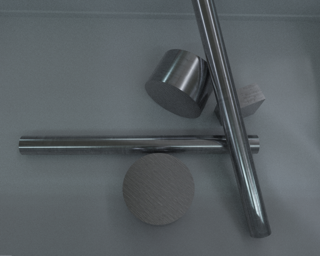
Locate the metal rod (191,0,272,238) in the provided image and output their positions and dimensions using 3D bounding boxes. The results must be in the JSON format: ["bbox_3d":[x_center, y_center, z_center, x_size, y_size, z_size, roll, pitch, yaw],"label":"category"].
[{"bbox_3d":[0.083,-0.019,0.365,0.025,0.025,0.298,-14,91,-5],"label":"metal rod"}]

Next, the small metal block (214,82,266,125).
[{"bbox_3d":[0.103,-0.030,0.409,0.050,0.050,0.025,-21,72,-8],"label":"small metal block"}]

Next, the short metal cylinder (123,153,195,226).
[{"bbox_3d":[-0.002,0.075,0.369,0.081,0.050,0.080,0,70,0],"label":"short metal cylinder"}]

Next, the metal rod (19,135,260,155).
[{"bbox_3d":[-0.025,0.022,0.401,0.302,0.025,0.025,0,70,-1],"label":"metal rod"}]

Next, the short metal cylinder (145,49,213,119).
[{"bbox_3d":[0.028,-0.055,0.401,0.080,0.080,0.050,27,72,9],"label":"short metal cylinder"}]
